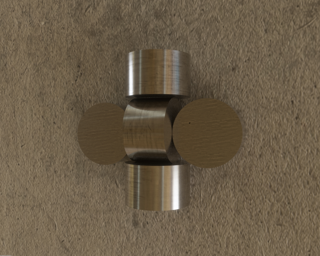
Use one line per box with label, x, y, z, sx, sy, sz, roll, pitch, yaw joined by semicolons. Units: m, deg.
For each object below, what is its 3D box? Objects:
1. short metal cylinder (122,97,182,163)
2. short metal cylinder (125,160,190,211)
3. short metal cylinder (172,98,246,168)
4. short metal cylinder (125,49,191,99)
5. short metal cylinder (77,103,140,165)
short metal cylinder;-0.006;0.002;0.383;0.050;0.080;0.080;1;90;20
short metal cylinder;-0.003;0.067;0.383;0.080;0.080;0.050;0;90;20
short metal cylinder;0.061;0.006;0.375;0.080;0.050;0.080;0;90;20
short metal cylinder;-0.002;-0.063;0.382;0.080;0.080;0.050;0;90;20
short metal cylinder;-0.063;0.007;0.419;0.080;0.050;0.080;0;90;19
